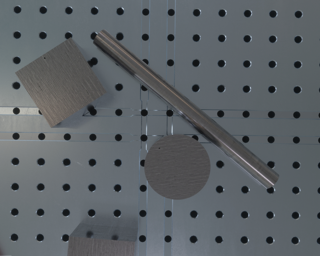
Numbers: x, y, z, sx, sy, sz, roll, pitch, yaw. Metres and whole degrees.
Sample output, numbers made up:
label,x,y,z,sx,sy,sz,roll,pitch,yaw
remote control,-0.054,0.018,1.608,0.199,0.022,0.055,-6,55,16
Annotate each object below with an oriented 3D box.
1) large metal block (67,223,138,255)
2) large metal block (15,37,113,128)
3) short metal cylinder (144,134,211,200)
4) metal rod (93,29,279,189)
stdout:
label,x,y,z,sx,sy,sz,roll,pitch,yaw
large metal block,-0.074,0.174,0.400,0.080,0.050,0.080,5,90,0
large metal block,-0.120,-0.055,0.400,0.080,0.050,0.080,-33,90,0
short metal cylinder,0.021,0.047,0.401,0.081,0.050,0.080,0,90,0
metal rod,0.035,-0.025,0.413,0.300,0.025,0.025,40,90,0
